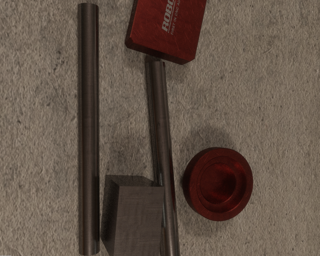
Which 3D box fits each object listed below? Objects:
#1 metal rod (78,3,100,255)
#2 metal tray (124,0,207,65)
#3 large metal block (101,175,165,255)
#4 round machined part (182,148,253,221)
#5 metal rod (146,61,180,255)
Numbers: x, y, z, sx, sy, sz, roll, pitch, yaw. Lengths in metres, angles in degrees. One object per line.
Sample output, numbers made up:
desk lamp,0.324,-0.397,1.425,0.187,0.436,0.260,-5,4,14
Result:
metal rod,-0.087,0.002,0.377,0.025,0.025,0.298,0,90,-20
metal tray,0.012,-0.159,0.412,0.091,0.030,0.129,13,85,-20
large metal block,-0.036,0.102,0.368,0.050,0.080,0.080,5,88,-20
round machined part,0.076,0.075,0.430,0.099,0.042,0.097,0,90,-21
metal rod,0.006,0.063,0.412,0.025,0.025,0.298,-5,92,-20
